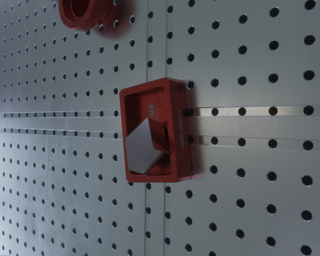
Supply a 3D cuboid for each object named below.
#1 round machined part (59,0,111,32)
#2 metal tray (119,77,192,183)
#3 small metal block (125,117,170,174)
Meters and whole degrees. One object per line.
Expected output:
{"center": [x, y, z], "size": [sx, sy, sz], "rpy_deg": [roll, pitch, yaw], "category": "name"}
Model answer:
{"center": [-0.116, -0.203, 0.494], "size": [0.098, 0.042, 0.097], "rpy_deg": [0, 90, 40], "category": "round machined part"}
{"center": [-0.008, 0.006, 0.412], "size": [0.090, 0.030, 0.129], "rpy_deg": [-8, 85, 39], "category": "metal tray"}
{"center": [-0.018, 0.023, 0.396], "size": [0.050, 0.025, 0.050], "rpy_deg": [-42, 42, 32], "category": "small metal block"}
